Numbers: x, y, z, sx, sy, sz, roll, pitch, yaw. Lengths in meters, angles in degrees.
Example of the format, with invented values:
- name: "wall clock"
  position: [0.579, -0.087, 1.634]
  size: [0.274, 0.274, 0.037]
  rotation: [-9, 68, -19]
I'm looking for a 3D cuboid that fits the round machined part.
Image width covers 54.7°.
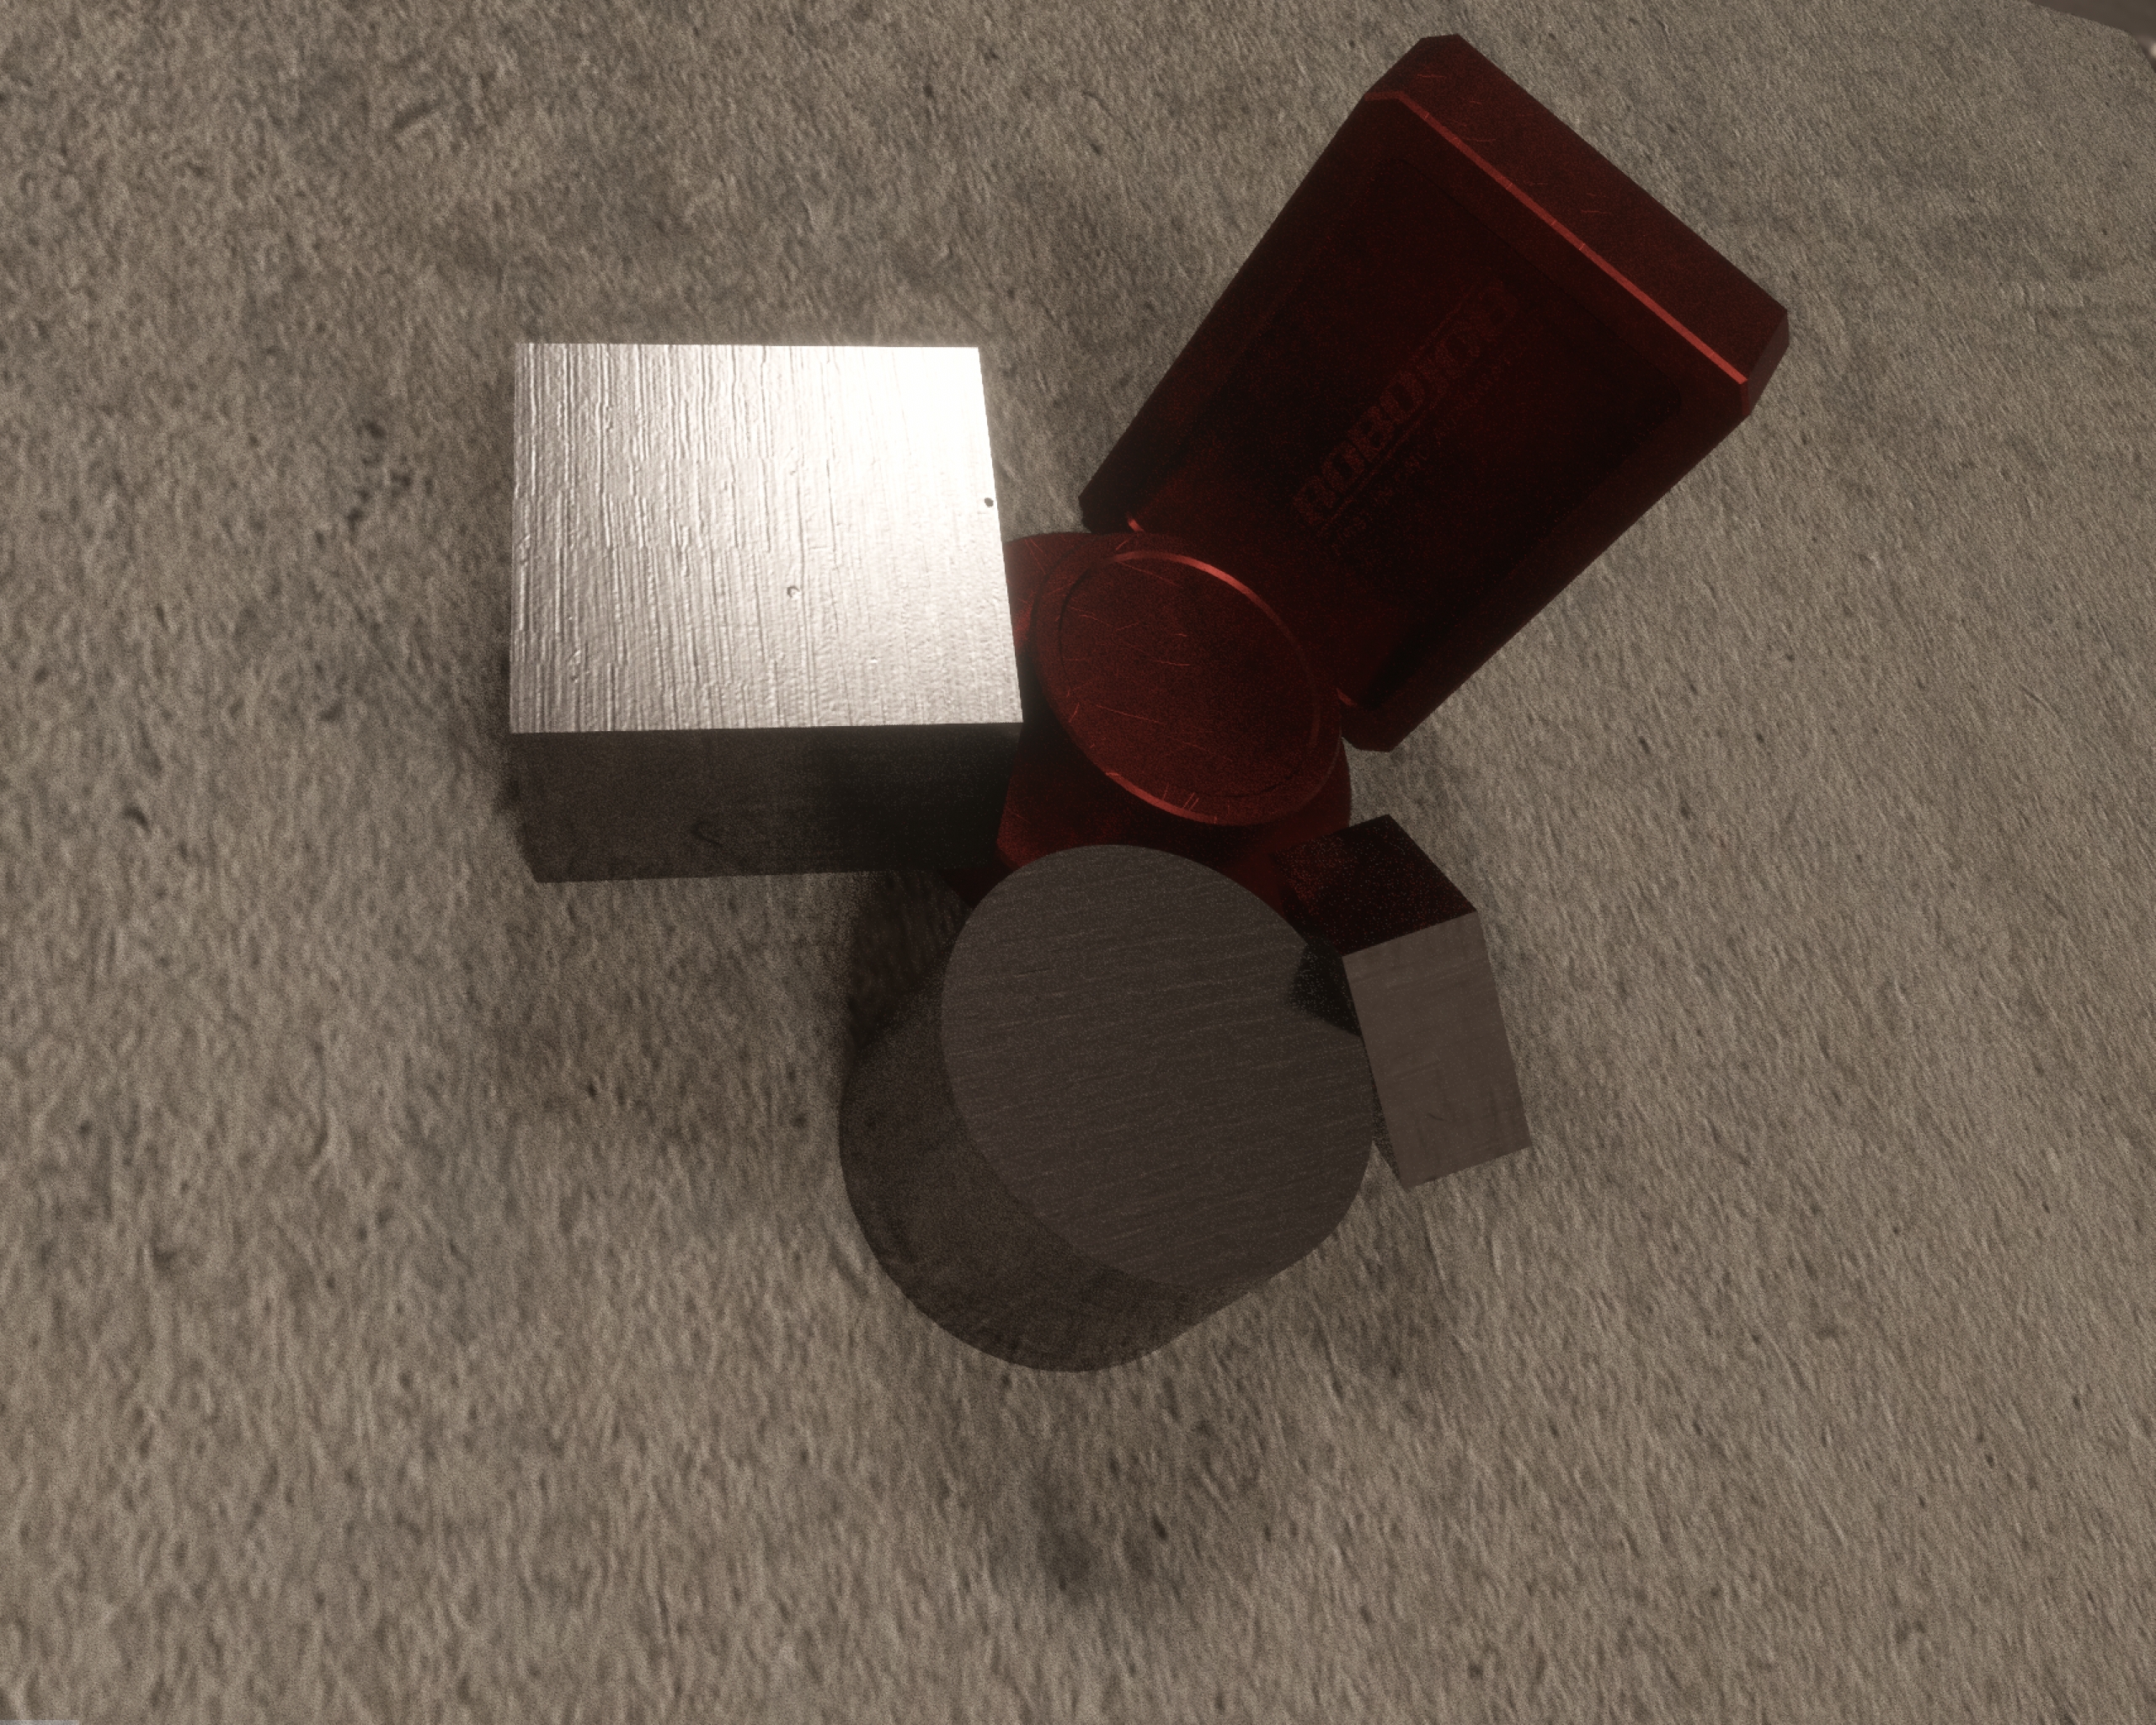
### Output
- name: "round machined part"
  position: [0.013, -0.028, 0.421]
  size: [0.099, 0.042, 0.098]
  rotation: [14, 56, -21]

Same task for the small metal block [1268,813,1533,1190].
- name: "small metal block"
  position: [0.060, 0.025, 0.394]
  size: [0.025, 0.050, 0.050]
  rotation: [-19, 113, -3]

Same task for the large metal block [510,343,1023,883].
- name: "large metal block"
  position: [-0.057, -0.044, 0.371]
  size: [0.081, 0.050, 0.080]
  rotation: [-2, 62, -10]

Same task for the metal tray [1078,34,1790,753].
- name: "metal tray"
  position: [0.067, -0.090, 0.429]
  size: [0.090, 0.129, 0.030]
  rotation: [39, 51, -2]

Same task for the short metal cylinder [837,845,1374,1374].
- name: "short metal cylinder"
  position: [0.004, 0.044, 0.367]
  size: [0.081, 0.050, 0.080]
  rotation: [14, 56, -21]
